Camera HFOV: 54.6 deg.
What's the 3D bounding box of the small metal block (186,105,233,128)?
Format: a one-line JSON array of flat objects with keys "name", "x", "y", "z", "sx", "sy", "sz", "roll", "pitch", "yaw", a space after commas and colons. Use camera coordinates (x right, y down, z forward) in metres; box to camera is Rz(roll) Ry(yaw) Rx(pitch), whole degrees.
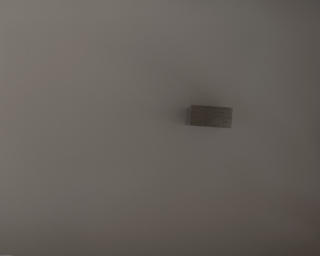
[{"name": "small metal block", "x": 0.062, "y": -0.014, "z": 0.399, "sx": 0.050, "sy": 0.050, "sz": 0.025, "roll": 4, "pitch": 90, "yaw": 0}]
